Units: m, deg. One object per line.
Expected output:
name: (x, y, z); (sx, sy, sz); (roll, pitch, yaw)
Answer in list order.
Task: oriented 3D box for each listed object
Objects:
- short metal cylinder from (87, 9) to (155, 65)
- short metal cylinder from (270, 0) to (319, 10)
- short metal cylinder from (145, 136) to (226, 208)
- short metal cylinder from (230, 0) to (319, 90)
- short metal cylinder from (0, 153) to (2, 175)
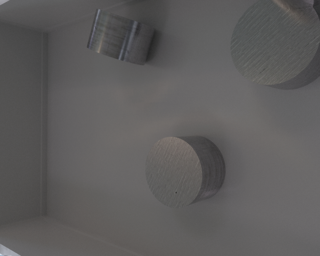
short metal cylinder: (-0.052, -0.121, 0.414); (0.080, 0.081, 0.050); (30, 109, 36)
short metal cylinder: (0.106, -0.139, 0.238); (0.080, 0.050, 0.080); (0, 90, 39)
short metal cylinder: (0.029, 0.050, 0.366); (0.080, 0.050, 0.080); (0, 90, 40)
short metal cylinder: (0.116, -0.078, 0.295); (0.080, 0.050, 0.080); (0, 90, 40)
short metal cylinder: (-0.423, 0.086, 0.743); (0.080, 0.050, 0.080); (0, 90, 40)
